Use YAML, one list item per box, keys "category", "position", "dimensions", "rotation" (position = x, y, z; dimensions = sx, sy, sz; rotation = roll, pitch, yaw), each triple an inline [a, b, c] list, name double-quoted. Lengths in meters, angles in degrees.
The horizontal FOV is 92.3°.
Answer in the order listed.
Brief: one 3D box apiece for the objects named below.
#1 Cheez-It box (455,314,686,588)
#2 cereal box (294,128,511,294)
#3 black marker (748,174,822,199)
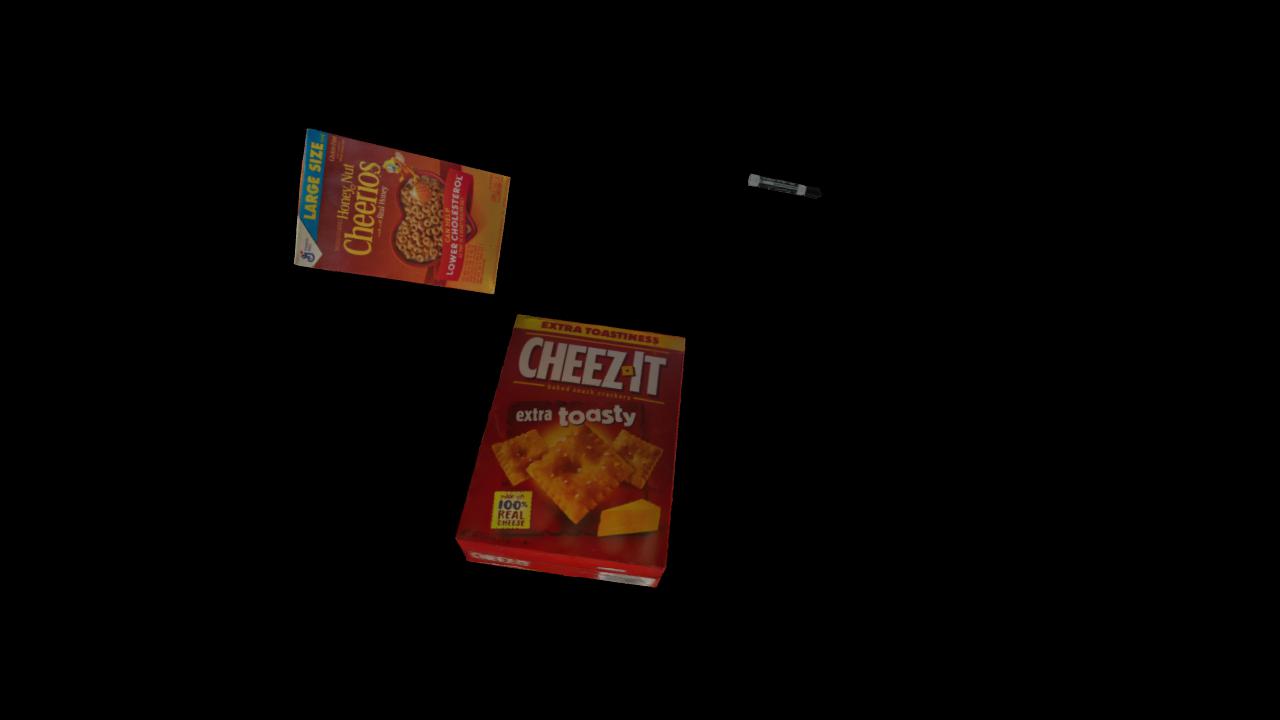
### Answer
- category: "Cheez-It box"
  position: [-0.050, 0.073, 0.548]
  dimensions: [0.166, 0.223, 0.071]
  rotation: [9, -33, -2]
- category: "cereal box"
  position: [-0.378, -0.228, 0.993]
  dimensions: [0.306, 0.203, 0.081]
  rotation: [7, 6, -28]
- category: "black marker"
  position: [0.235, -0.280, 0.995]
  dimensions: [0.121, 0.020, 0.020]
  rotation: [10, -1, -4]
